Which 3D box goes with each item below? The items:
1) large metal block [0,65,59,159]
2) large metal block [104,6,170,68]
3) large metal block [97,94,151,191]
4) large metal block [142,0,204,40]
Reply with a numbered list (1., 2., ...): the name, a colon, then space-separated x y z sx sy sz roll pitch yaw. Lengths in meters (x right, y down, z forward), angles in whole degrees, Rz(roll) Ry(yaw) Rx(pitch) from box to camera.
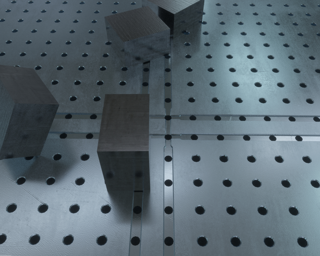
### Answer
1. large metal block: -0.175 -0.020 0.377 0.050 0.079 0.080 -2 40 -48
2. large metal block: -0.038 -0.155 0.521 0.081 0.050 0.080 -21 54 -18
3. large metal block: -0.037 0.017 0.357 0.050 0.080 0.080 0 50 -1
4. large metal block: 0.024 -0.219 0.576 0.080 0.050 0.080 37 59 27
